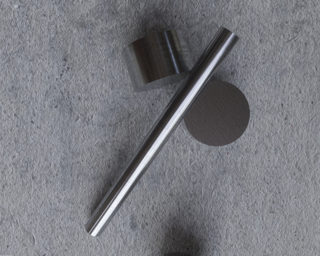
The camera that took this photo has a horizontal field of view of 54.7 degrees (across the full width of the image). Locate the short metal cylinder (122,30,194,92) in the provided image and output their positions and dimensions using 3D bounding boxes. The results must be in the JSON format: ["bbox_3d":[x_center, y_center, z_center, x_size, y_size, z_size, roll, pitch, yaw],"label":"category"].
[{"bbox_3d":[-0.001,-0.081,0.382,0.080,0.080,0.050,-18,90,0],"label":"short metal cylinder"}]

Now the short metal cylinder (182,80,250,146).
[{"bbox_3d":[0.068,-0.018,0.398,0.081,0.050,0.079,0,90,0],"label":"short metal cylinder"}]

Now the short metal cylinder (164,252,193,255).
[{"bbox_3d":[0.034,0.198,0.383,0.080,0.080,0.050,16,90,0],"label":"short metal cylinder"}]

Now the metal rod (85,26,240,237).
[{"bbox_3d":[-0.006,0.015,0.374,0.025,0.025,0.299,35,104,0],"label":"metal rod"}]
